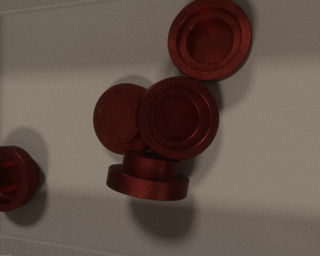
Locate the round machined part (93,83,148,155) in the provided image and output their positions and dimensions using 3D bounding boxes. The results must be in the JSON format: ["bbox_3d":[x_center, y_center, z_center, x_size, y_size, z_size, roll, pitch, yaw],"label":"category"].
[{"bbox_3d":[-0.048,-0.012,0.417,0.098,0.042,0.097,0,90,19],"label":"round machined part"}]

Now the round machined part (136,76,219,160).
[{"bbox_3d":[0.019,-0.012,0.378,0.099,0.042,0.097,-1,92,-15],"label":"round machined part"}]

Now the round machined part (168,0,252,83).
[{"bbox_3d":[0.063,-0.104,0.379,0.098,0.042,0.097,0,90,19],"label":"round machined part"}]

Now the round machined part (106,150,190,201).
[{"bbox_3d":[-0.013,0.053,0.376,0.098,0.098,0.042,10,91,19],"label":"round machined part"}]

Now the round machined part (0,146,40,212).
[{"bbox_3d":[-0.229,0.076,0.480,0.098,0.042,0.097,0,90,19],"label":"round machined part"}]
